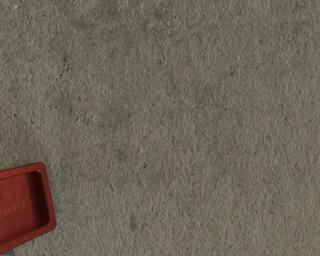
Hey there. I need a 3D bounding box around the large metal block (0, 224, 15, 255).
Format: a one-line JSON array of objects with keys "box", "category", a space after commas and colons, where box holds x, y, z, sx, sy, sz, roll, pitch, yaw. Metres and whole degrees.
[{"box": [-0.234, 0.141, 0.377, 0.050, 0.080, 0.080, -16, 90, 10], "category": "large metal block"}]

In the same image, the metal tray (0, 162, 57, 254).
[{"box": [-0.189, 0.096, 0.358, 0.030, 0.131, 0.089, -11, 90, 33], "category": "metal tray"}]
